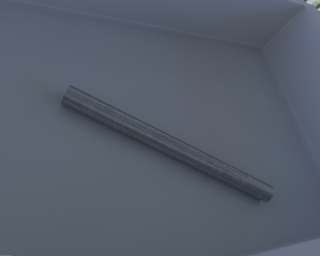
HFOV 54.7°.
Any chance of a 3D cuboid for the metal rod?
[{"bbox_3d":[0.019,0.026,0.401,0.301,0.025,0.025,27,52,-12],"label":"metal rod"}]
